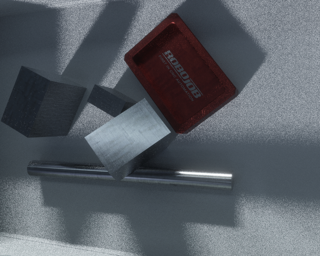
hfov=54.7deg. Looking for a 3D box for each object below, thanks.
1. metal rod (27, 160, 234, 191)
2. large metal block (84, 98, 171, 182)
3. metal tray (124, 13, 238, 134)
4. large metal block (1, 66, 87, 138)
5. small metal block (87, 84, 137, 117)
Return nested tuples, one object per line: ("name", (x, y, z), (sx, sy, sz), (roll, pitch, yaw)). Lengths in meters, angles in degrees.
("metal rod", (-0.053, 0.063, 0.428), (0.301, 0.025, 0.025), (1, 90, 19))
("large metal block", (-0.036, 0.018, 0.379), (0.080, 0.080, 0.050), (-35, 78, -11))
("metal tray", (0.025, -0.068, 0.398), (0.090, 0.030, 0.130), (-38, 78, 15))
("large metal block", (-0.161, -0.034, 0.436), (0.050, 0.080, 0.080), (27, 99, 17))
("small metal block", (-0.060, -0.034, 0.417), (0.050, 0.050, 0.025), (30, 100, 17))
